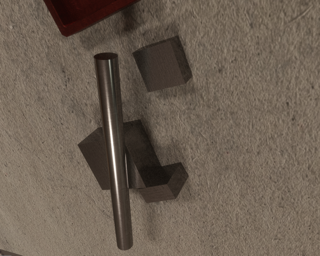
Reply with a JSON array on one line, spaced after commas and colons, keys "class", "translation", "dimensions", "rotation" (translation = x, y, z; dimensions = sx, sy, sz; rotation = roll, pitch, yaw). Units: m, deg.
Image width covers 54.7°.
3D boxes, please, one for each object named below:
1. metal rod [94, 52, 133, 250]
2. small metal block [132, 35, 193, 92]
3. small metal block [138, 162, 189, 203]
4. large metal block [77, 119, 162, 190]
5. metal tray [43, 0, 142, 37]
[{"class": "metal rod", "translation": [-0.055, 0.052, 0.401], "dimensions": [0.025, 0.025, 0.298], "rotation": [13, 124, 21]}, {"class": "small metal block", "translation": [0.003, -0.073, 0.359], "dimensions": [0.050, 0.025, 0.050], "rotation": [-9, 114, 31]}, {"class": "small metal block", "translation": [0.005, 0.076, 0.434], "dimensions": [0.050, 0.050, 0.025], "rotation": [-17, 110, 34]}, {"class": "large metal block", "translation": [-0.056, 0.040, 0.443], "dimensions": [0.080, 0.050, 0.080], "rotation": [-10, 113, 32]}, {"class": "metal tray", "translation": [-0.076, -0.166, 0.339], "dimensions": [0.130, 0.030, 0.090], "rotation": [-13, 112, 33]}]
